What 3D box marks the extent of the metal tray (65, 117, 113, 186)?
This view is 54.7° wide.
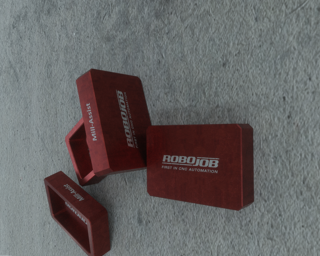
[{"bbox_3d":[-0.093,0.022,0.470,0.129,0.030,0.090,-40,66,38],"label":"metal tray"}]

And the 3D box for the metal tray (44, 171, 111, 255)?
[{"bbox_3d":[-0.132,0.136,0.491,0.130,0.030,0.089,27,128,36],"label":"metal tray"}]

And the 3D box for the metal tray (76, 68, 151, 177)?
[{"bbox_3d":[-0.053,-0.007,0.406,0.030,0.091,0.129,-22,76,38],"label":"metal tray"}]

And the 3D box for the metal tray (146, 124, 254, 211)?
[{"bbox_3d":[0.042,0.041,0.366,0.130,0.030,0.089,-1,89,39],"label":"metal tray"}]
